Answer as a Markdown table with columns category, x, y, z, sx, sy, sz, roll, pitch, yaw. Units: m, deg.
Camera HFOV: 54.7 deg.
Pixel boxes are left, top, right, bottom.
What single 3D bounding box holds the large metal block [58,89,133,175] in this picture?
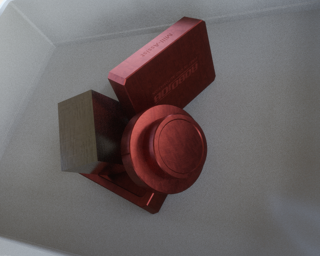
| category | x | y | z | sx | sy | sz | roll | pitch | yaw |
| --- | --- | --- | --- | --- | --- | --- | --- | --- | --- |
| large metal block | -0.071 | 0.010 | 0.368 | 0.050 | 0.080 | 0.080 | -17 | 71 | 25 |

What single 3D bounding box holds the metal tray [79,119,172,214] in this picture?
| category | x | y | z | sx | sy | sz | roll | pitch | yaw |
| --- | --- | --- | --- | --- | --- | --- | --- | --- | --- |
| metal tray | -0.039 | 0.040 | 0.394 | 0.130 | 0.030 | 0.090 | 19 | 71 | 35 |

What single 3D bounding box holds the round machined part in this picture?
| category | x | y | z | sx | sy | sz | roll | pitch | yaw |
| --- | --- | --- | --- | --- | --- | --- | --- | --- | --- |
| round machined part | 0.011 | 0.021 | 0.332 | 0.042 | 0.098 | 0.098 | -17 | 49 | 56 |

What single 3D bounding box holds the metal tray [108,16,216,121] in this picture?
| category | x | y | z | sx | sy | sz | roll | pitch | yaw |
| --- | --- | --- | --- | --- | --- | --- | --- | --- | --- |
| metal tray | 0.009 | -0.062 | 0.374 | 0.131 | 0.090 | 0.030 | -42 | 46 | -21 |

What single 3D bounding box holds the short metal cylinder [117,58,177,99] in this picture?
| category | x | y | z | sx | sy | sz | roll | pitch | yaw |
| --- | --- | --- | --- | --- | --- | --- | --- | --- | --- |
| short metal cylinder | -0.014 | -0.067 | 0.416 | 0.080 | 0.050 | 0.080 | -24 | 28 | 14 |
